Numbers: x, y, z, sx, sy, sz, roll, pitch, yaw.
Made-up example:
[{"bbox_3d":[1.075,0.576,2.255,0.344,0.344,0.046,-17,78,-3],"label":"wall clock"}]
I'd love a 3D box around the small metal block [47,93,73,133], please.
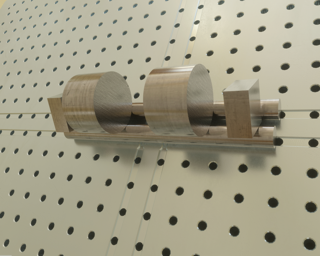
[{"bbox_3d":[-0.129,-0.026,0.447,0.025,0.050,0.050,1,20,29],"label":"small metal block"}]

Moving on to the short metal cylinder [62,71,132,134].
[{"bbox_3d":[-0.080,-0.032,0.407,0.050,0.080,0.080,1,62,29],"label":"short metal cylinder"}]

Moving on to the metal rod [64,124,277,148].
[{"bbox_3d":[-0.007,0.007,0.408,0.300,0.025,0.025,1,62,28],"label":"metal rod"}]

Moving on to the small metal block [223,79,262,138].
[{"bbox_3d":[0.089,-0.022,0.329,0.025,0.050,0.050,0,21,29],"label":"small metal block"}]

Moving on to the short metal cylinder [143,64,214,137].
[{"bbox_3d":[0.023,-0.030,0.351,0.050,0.080,0.080,1,62,29],"label":"short metal cylinder"}]

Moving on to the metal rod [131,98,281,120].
[{"bbox_3d":[0.003,-0.024,0.421,0.300,0.025,0.025,1,62,28],"label":"metal rod"}]
